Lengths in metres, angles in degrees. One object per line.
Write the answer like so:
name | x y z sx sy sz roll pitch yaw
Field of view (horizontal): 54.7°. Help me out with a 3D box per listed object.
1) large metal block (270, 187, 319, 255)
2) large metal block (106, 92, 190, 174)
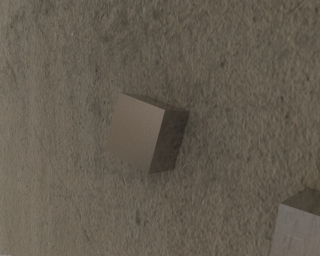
large metal block | 0.132 0.102 0.259 0.050 0.081 0.079 13 98 39
large metal block | -0.017 0.004 0.401 0.080 0.050 0.079 24 105 37
